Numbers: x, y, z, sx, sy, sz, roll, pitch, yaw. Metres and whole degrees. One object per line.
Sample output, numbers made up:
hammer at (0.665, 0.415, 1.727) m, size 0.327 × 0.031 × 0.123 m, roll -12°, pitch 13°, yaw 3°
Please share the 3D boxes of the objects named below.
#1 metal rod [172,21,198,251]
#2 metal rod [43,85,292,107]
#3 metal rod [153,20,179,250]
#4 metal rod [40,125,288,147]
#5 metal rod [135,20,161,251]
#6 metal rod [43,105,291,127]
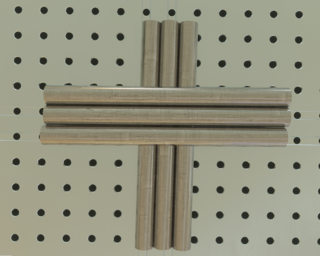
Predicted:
metal rod at (0.034, 0.010, 0.414) m, size 0.025 × 0.025 × 0.298 m, roll 2°, pitch 90°, yaw 0°
metal rod at (0.010, -0.040, 0.388) m, size 0.302 × 0.025 × 0.025 m, roll 1°, pitch 90°, yaw 0°
metal rod at (0.008, 0.009, 0.413) m, size 0.025 × 0.025 × 0.298 m, roll 2°, pitch 90°, yaw 0°
metal rod at (0.005, 0.010, 0.388) m, size 0.302 × 0.025 × 0.025 m, roll 1°, pitch 90°, yaw 0°
metal rod at (-0.016, 0.009, 0.413) m, size 0.025 × 0.025 × 0.298 m, roll 2°, pitch 90°, yaw 0°
metal rod at (0.009, -0.015, 0.388) m, size 0.302 × 0.025 × 0.025 m, roll 1°, pitch 90°, yaw 0°
